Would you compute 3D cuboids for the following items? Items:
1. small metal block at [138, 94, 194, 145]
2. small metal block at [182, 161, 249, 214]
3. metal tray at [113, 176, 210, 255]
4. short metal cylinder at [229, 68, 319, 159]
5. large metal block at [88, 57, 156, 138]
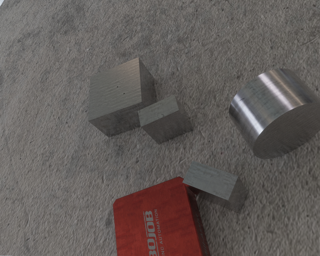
[{"bbox_3d":[0.008,-0.009,0.390,0.050,0.050,0.025,-24,53,14],"label":"small metal block"},{"bbox_3d":[0.058,0.061,0.320,0.050,0.050,0.025,16,70,34],"label":"small metal block"},{"bbox_3d":[0.002,0.126,0.322,0.090,0.030,0.130,-23,53,14],"label":"metal tray"},{"bbox_3d":[0.118,-0.013,0.315,0.080,0.080,0.050,-31,52,8],"label":"short metal cylinder"},{"bbox_3d":[-0.052,-0.042,0.441,0.080,0.050,0.080,-18,55,17],"label":"large metal block"}]
